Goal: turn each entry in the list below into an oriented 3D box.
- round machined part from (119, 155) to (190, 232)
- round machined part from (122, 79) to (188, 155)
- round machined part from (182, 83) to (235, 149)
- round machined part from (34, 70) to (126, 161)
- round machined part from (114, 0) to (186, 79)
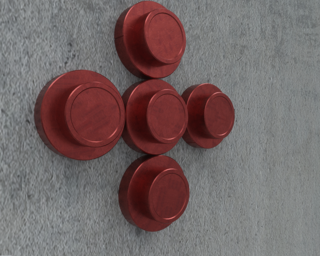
[{"bbox_3d":[0.000,0.084,0.397,0.099,0.042,0.097,0,90,-40],"label":"round machined part"},{"bbox_3d":[-0.002,-0.014,0.395,0.099,0.042,0.097,0,90,-40],"label":"round machined part"},{"bbox_3d":[0.074,-0.018,0.459,0.099,0.042,0.097,0,90,-40],"label":"round machined part"},{"bbox_3d":[-0.078,-0.014,0.332,0.099,0.042,0.097,0,90,-40],"label":"round machined part"},{"bbox_3d":[-0.005,-0.112,0.393,0.099,0.042,0.097,0,90,-40],"label":"round machined part"}]
